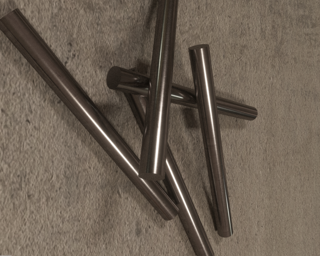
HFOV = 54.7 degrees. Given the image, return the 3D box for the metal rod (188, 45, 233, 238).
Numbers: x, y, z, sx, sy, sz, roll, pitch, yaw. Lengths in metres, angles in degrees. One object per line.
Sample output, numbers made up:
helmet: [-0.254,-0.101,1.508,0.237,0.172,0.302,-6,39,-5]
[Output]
metal rod: [0.076,0.035,0.434,0.025,0.025,0.298,-32,121,-36]

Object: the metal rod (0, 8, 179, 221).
metal rod: [-0.064,0.006,0.352,0.025,0.025,0.299,-51,120,-28]

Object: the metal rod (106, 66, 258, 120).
metal rod: [0.055,-0.039,0.433,0.302,0.025,0.025,8,85,-46]

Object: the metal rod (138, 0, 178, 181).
metal rod: [0.004,-0.088,0.356,0.025,0.025,0.299,27,57,-37]

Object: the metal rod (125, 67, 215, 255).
metal rod: [0.015,0.062,0.419,0.025,0.025,0.299,-36,112,-34]
